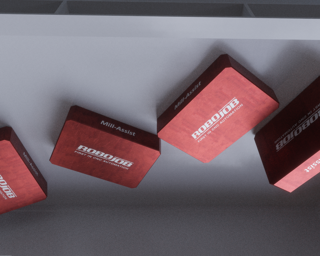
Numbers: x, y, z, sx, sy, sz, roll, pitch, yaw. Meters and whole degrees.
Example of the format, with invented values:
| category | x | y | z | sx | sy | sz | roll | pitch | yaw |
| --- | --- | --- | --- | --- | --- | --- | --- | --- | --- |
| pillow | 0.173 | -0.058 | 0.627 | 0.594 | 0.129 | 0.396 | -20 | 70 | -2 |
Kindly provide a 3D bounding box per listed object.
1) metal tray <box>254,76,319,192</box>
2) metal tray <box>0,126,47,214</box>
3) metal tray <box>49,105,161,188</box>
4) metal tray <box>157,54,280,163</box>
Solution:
| category | x | y | z | sx | sy | sz | roll | pitch | yaw |
| --- | --- | --- | --- | --- | --- | --- | --- | --- | --- |
| metal tray | 0.178 | 0.005 | 0.371 | 0.030 | 0.090 | 0.129 | 25 | 126 | -20 |
| metal tray | -0.230 | 0.066 | 0.444 | 0.091 | 0.030 | 0.129 | -18 | 130 | -7 |
| metal tray | -0.075 | 0.031 | 0.431 | 0.131 | 0.030 | 0.089 | 21 | 127 | -17 |
| metal tray | 0.069 | -0.018 | 0.391 | 0.090 | 0.030 | 0.129 | 31 | 124 | -24 |
